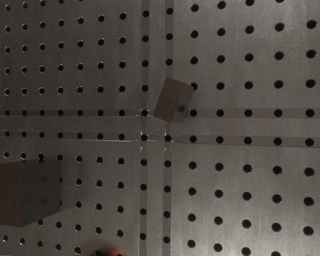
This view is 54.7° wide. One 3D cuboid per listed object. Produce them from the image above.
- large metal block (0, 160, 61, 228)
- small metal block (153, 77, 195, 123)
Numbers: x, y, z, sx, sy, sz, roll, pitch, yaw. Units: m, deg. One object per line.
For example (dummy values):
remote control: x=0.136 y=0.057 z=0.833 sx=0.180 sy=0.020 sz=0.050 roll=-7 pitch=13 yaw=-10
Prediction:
large metal block: x=-0.191 y=0.090 z=0.449 sx=0.050 sy=0.080 sz=0.079 roll=0 pitch=90 yaw=20
small metal block: x=0.019 y=-0.034 z=0.392 sx=0.025 sy=0.050 sz=0.050 roll=21 pitch=97 yaw=18
